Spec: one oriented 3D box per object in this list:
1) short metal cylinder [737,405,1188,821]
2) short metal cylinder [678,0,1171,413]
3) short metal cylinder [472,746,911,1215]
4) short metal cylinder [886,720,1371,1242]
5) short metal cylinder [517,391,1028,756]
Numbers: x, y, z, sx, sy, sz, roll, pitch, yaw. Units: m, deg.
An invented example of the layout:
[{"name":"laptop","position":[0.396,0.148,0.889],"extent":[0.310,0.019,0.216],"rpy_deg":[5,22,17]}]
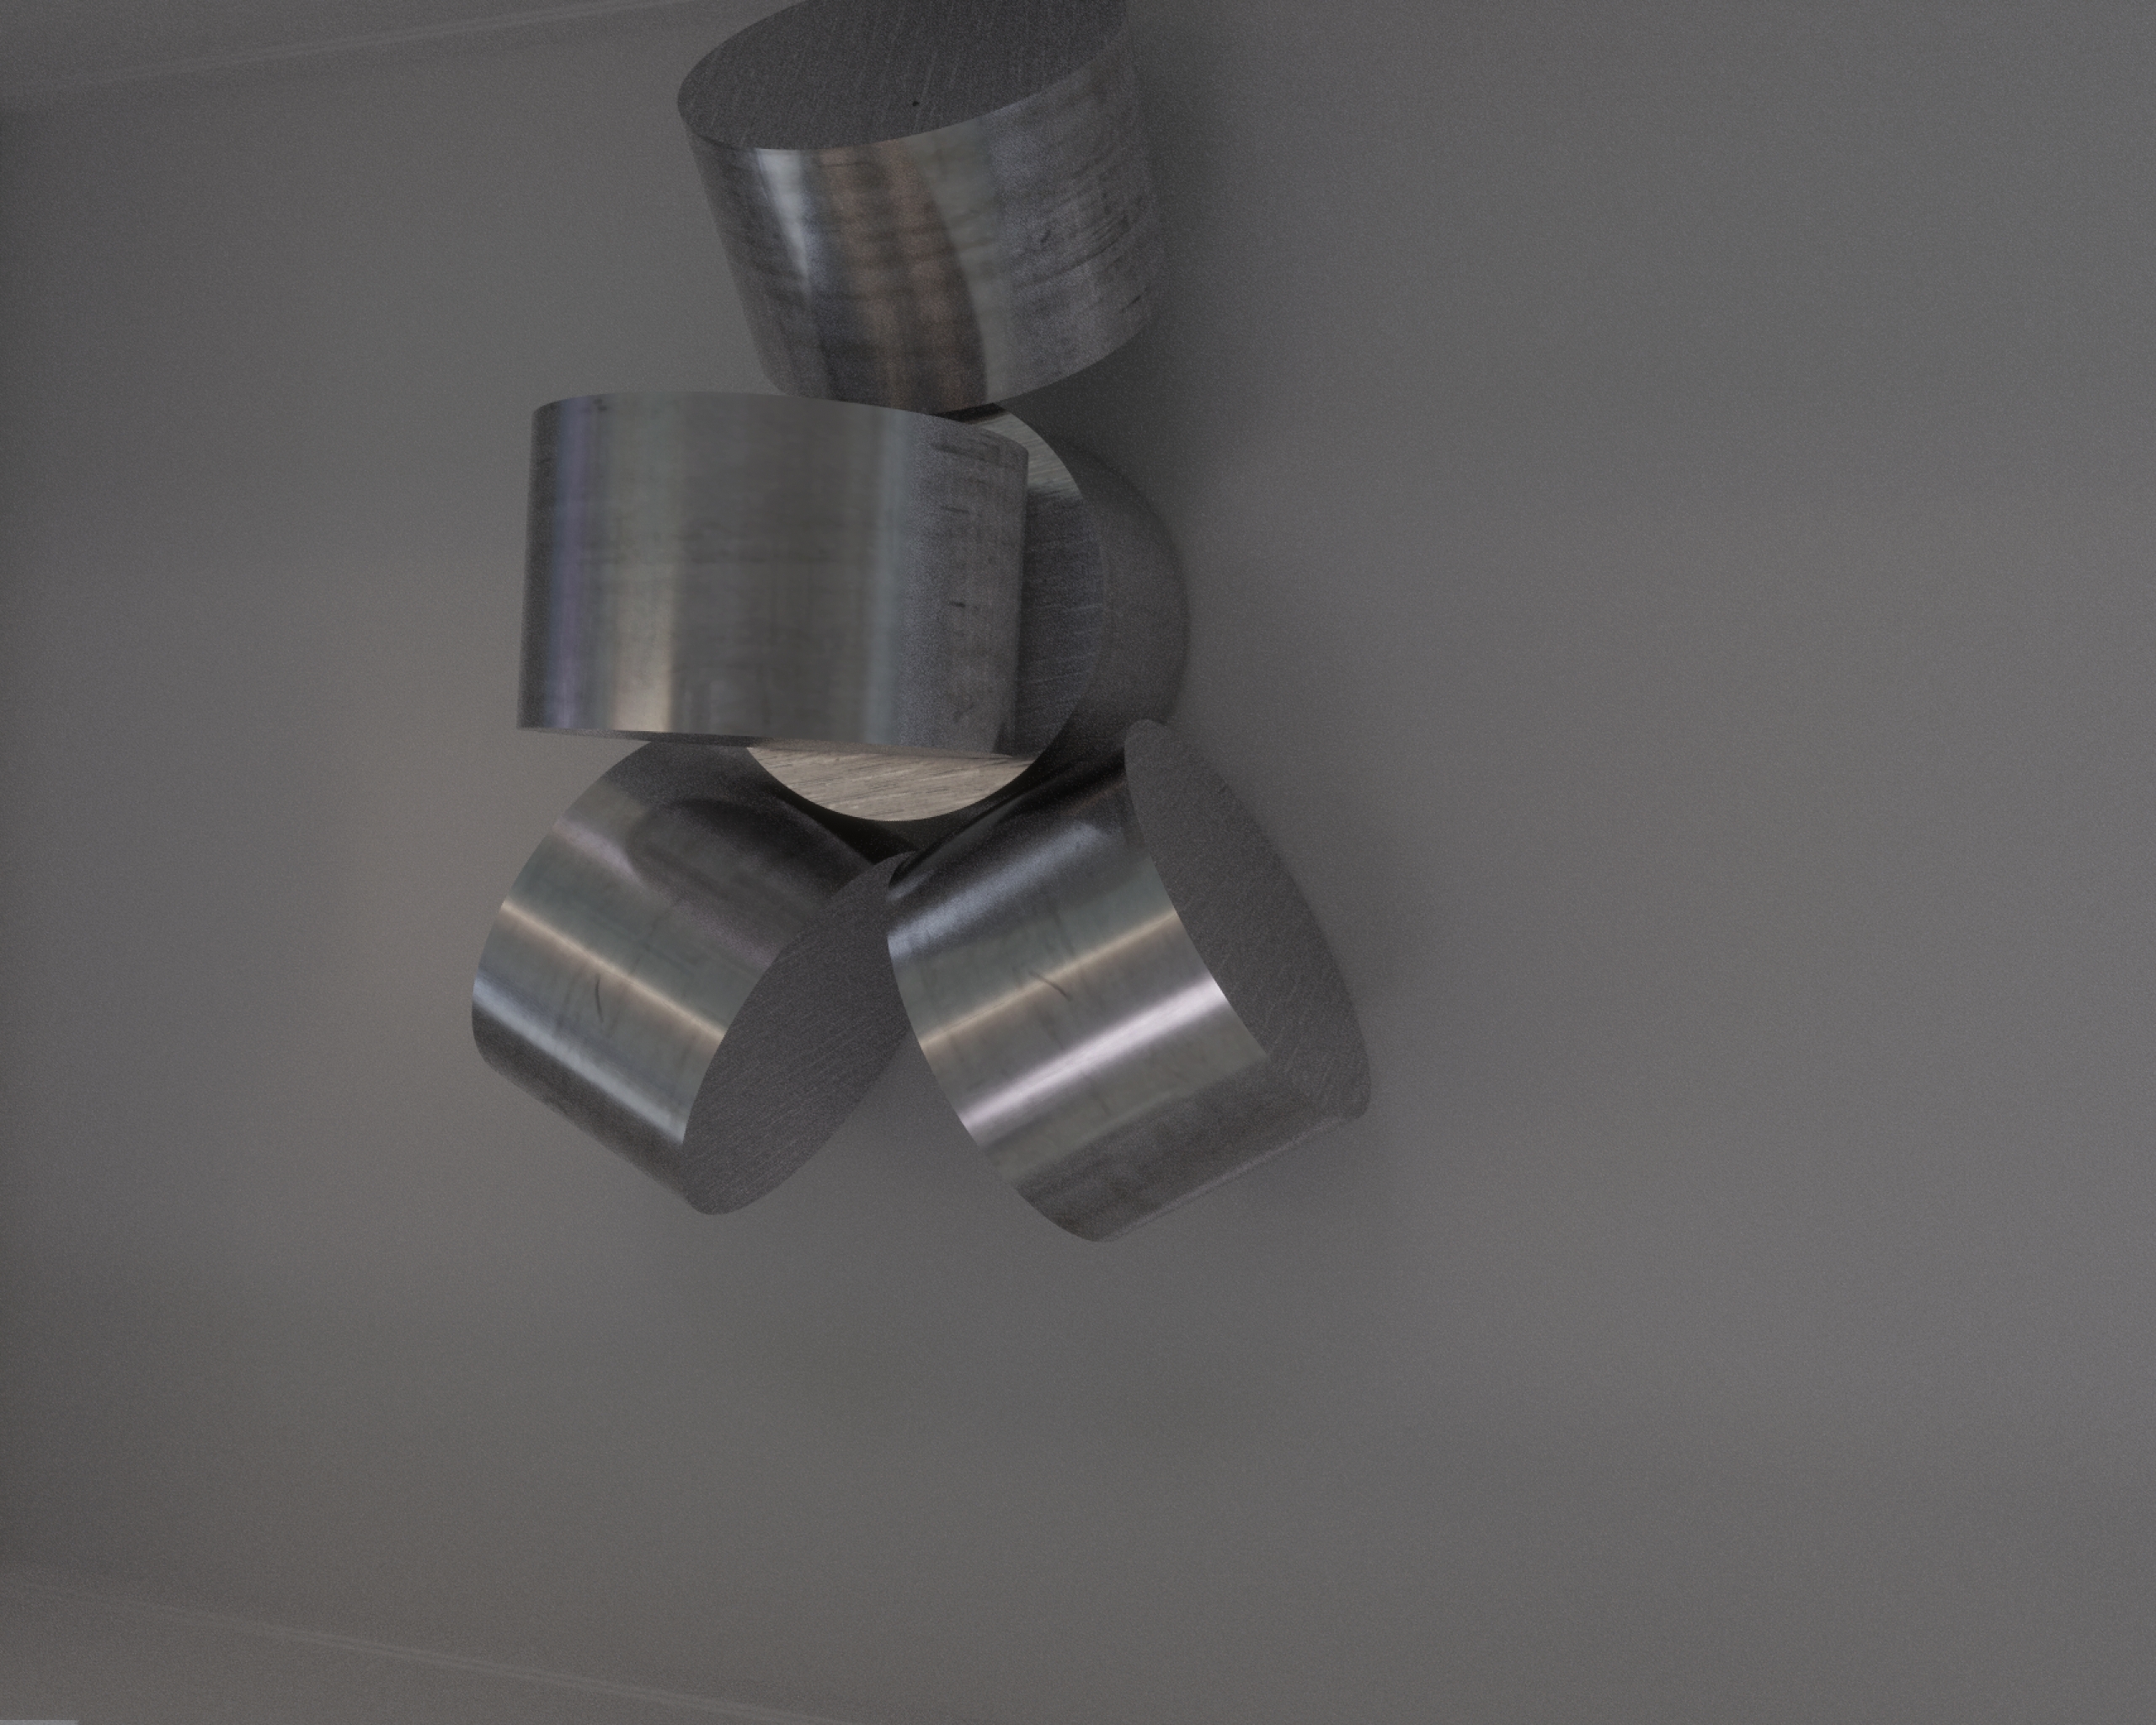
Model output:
[{"name":"short metal cylinder","position":[-0.025,-0.047,0.403],"extent":[0.080,0.050,0.080],"rpy_deg":[0,90,20]},{"name":"short metal cylinder","position":[-0.027,-0.125,0.382],"extent":[0.080,0.080,0.050],"rpy_deg":[4,134,20]},{"name":"short metal cylinder","position":[-0.069,0.021,0.404],"extent":[0.050,0.080,0.080],"rpy_deg":[31,100,18]},{"name":"short metal cylinder","position":[0.010,0.021,0.376],"extent":[0.050,0.080,0.080],"rpy_deg":[-30,80,18]},{"name":"short metal cylinder","position":[-0.050,-0.044,0.343],"extent":[0.080,0.080,0.050],"rpy_deg":[4,91,20]}]
